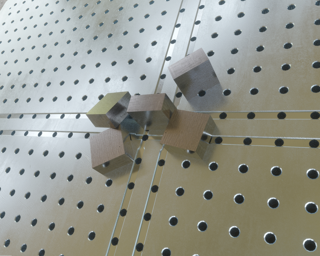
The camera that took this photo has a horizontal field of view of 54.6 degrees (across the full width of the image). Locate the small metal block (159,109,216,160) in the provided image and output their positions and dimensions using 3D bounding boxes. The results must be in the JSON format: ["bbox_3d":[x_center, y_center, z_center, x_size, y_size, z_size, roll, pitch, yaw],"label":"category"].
[{"bbox_3d":[0.035,0.007,0.386,0.050,0.025,0.050,12,68,33],"label":"small metal block"}]

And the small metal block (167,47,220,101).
[{"bbox_3d":[0.046,-0.070,0.412,0.050,0.050,0.025,-29,52,10],"label":"small metal block"}]

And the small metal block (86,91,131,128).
[{"bbox_3d":[-0.070,-0.026,0.446,0.050,0.025,0.050,2,43,46],"label":"small metal block"}]

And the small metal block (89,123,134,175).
[{"bbox_3d":[-0.067,0.029,0.427,0.050,0.025,0.050,-24,53,13],"label":"small metal block"}]

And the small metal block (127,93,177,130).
[{"bbox_3d":[-0.007,-0.020,0.409,0.050,0.050,0.025,-1,61,28],"label":"small metal block"}]
